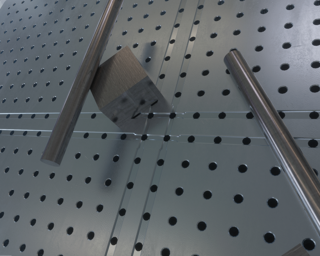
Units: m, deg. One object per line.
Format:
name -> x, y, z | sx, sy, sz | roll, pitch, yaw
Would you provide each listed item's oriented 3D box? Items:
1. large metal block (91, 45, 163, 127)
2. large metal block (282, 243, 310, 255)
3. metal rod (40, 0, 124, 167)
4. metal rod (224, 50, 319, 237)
large metal block -> -0.055, -0.062, 0.459 | 0.080, 0.050, 0.080 | -35, 51, 5
large metal block -> 0.107, 0.153, 0.243 | 0.080, 0.050, 0.080 | -36, 51, 4
metal rod -> -0.104, -0.088, 0.452 | 0.025, 0.025, 0.300 | 0, 62, 28
metal rod -> 0.132, 0.021, 0.325 | 0.025, 0.025, 0.299 | -26, 53, 12
